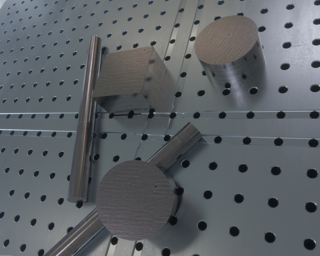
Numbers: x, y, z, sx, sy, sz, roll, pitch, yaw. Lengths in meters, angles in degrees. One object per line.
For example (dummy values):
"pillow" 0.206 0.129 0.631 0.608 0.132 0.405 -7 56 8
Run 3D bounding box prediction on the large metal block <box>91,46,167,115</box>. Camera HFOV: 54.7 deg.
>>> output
"large metal block" -0.043 -0.068 0.457 0.080 0.050 0.080 -2 61 27

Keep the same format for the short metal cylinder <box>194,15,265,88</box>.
"short metal cylinder" 0.092 -0.099 0.405 0.080 0.050 0.080 -13 56 21

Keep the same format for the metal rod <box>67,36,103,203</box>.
"metal rod" -0.113 -0.032 0.487 0.025 0.025 0.299 -15 55 20

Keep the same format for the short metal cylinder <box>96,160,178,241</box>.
"short metal cylinder" -0.023 0.077 0.338 0.080 0.050 0.080 -2 78 9

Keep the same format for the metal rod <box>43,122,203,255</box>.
"metal rod" -0.066 0.103 0.379 0.300 0.025 0.025 -43 51 -2
